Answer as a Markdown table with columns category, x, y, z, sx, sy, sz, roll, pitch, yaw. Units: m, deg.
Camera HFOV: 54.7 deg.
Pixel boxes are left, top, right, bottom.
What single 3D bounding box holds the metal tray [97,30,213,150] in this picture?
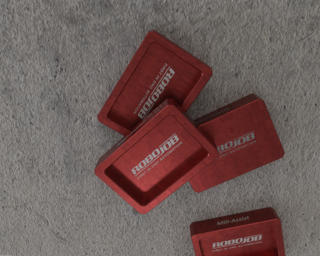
| category | x | y | z | sx | sy | sz | roll | pitch | yaw |
| --- | --- | --- | --- | --- | --- | --- | --- | --- | --- |
| metal tray | -0.008 | -0.044 | 0.390 | 0.090 | 0.030 | 0.129 | 31 | 107 | -11 |

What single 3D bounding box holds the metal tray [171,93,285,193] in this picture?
| category | x | y | z | sx | sy | sz | roll | pitch | yaw |
| --- | --- | --- | --- | --- | --- | --- | --- | --- | --- |
| metal tray | 0.087 | 0.022 | 0.416 | 0.130 | 0.030 | 0.090 | -25 | 108 | 8 |

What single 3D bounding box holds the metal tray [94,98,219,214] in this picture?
| category | x | y | z | sx | sy | sz | roll | pitch | yaw |
| --- | --- | --- | --- | --- | --- | --- | --- | --- | --- |
| metal tray | -0.005 | 0.038 | 0.388 | 0.130 | 0.030 | 0.090 | -41 | 105 | 13 |

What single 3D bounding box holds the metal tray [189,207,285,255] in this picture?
| category | x | y | z | sx | sy | sz | roll | pitch | yaw |
| --- | --- | --- | --- | --- | --- | --- | --- | --- | --- |
| metal tray | 0.119 | 0.178 | 0.473 | 0.131 | 0.030 | 0.089 | -13 | 110 | 4 |
